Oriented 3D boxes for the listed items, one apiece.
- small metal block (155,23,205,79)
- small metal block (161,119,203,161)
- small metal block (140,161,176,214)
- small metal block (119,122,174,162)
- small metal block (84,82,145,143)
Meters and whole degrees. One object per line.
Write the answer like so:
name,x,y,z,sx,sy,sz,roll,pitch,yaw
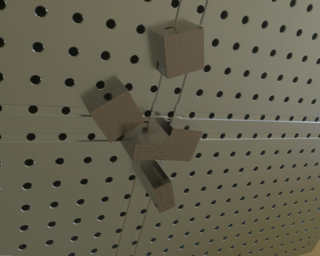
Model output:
small metal block,0.024,-0.092,0.367,0.050,0.025,0.050,-19,126,-17
small metal block,0.025,0.018,0.436,0.050,0.025,0.050,6,115,-31
small metal block,-0.003,0.084,0.445,0.025,0.050,0.050,-21,127,-16
small metal block,-0.018,0.016,0.394,0.050,0.050,0.025,-3,120,-27
small metal block,-0.053,-0.018,0.370,0.050,0.025,0.050,-33,129,-7
